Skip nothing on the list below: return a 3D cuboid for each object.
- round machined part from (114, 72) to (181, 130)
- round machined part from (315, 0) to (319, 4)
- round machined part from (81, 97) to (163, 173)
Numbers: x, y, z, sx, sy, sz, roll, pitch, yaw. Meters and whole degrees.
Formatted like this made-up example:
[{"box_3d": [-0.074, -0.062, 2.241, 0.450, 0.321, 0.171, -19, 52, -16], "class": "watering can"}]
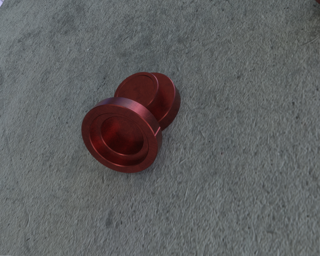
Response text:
[{"box_3d": [-0.025, -0.038, 0.430, 0.098, 0.042, 0.098, -13, 56, 21], "class": "round machined part"}, {"box_3d": [0.238, -0.179, 0.377, 0.098, 0.042, 0.098, -13, 56, 21], "class": "round machined part"}, {"box_3d": [-0.044, 0.005, 0.387, 0.098, 0.098, 0.042, -8, 27, 24], "class": "round machined part"}]
